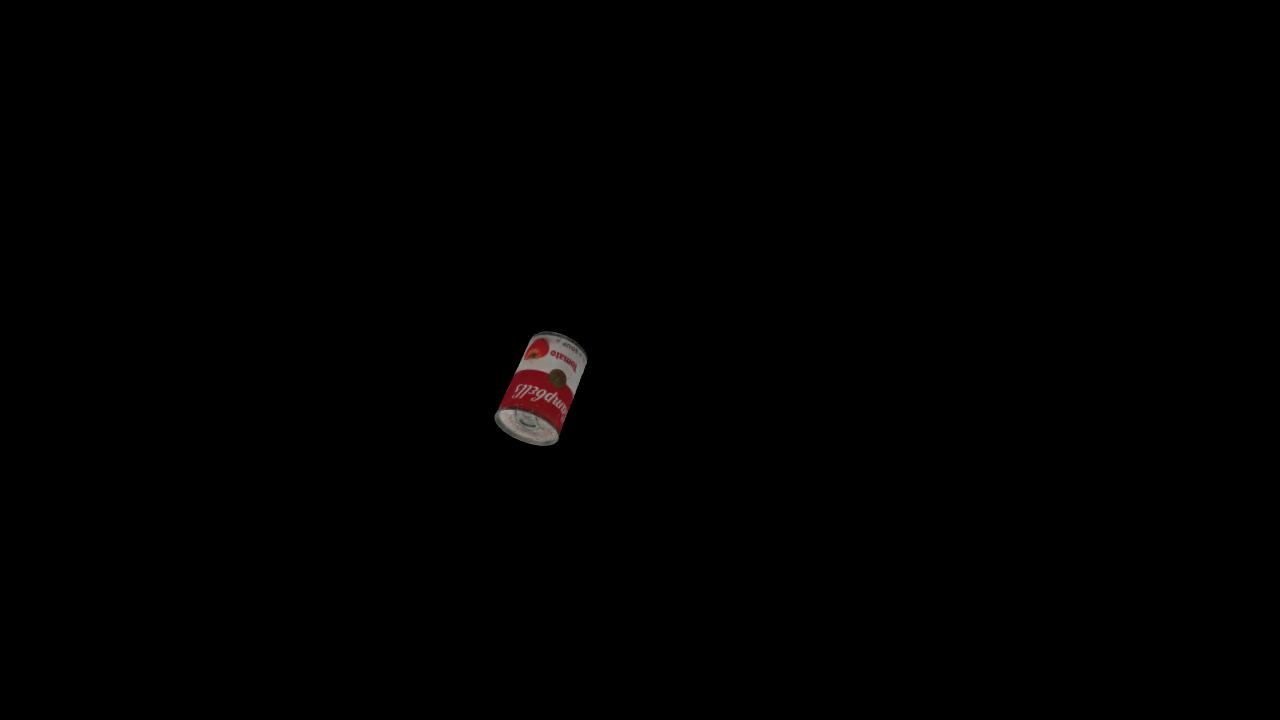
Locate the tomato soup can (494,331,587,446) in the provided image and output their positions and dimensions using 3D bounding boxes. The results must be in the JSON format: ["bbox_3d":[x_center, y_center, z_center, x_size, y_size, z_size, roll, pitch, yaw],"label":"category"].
[{"bbox_3d":[-0.100,0.029,0.638,0.068,0.101,0.068,12,-35,9],"label":"tomato soup can"}]
